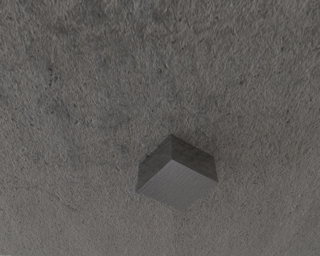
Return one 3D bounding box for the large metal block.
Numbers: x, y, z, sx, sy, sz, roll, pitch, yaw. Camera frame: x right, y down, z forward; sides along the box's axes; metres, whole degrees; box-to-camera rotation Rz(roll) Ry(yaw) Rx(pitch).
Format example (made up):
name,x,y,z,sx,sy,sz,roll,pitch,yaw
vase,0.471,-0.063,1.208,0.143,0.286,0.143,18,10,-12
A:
name,x,y,z,sx,sy,sz,roll,pitch,yaw
large metal block,0.024,0.066,0.447,0.080,0.050,0.080,29,124,-23
